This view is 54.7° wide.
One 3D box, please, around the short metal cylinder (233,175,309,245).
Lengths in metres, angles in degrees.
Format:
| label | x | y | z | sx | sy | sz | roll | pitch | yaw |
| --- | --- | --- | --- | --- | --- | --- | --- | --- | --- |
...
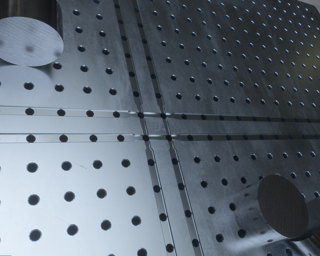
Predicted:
| label | x | y | z | sx | sy | sz | roll | pitch | yaw |
| --- | --- | --- | --- | --- | --- | --- | --- | --- | --- |
| short metal cylinder | 0.144 | 0.108 | 0.406 | 0.081 | 0.050 | 0.080 | 14 | 56 | -21 |

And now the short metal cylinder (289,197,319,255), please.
| label | x | y | z | sx | sy | sz | roll | pitch | yaw |
| --- | --- | --- | --- | --- | --- | --- | --- | --- | --- |
| short metal cylinder | 0.215 | 0.137 | 0.408 | 0.050 | 0.080 | 0.080 | 45 | 51 | 3 |

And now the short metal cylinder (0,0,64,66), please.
| label | x | y | z | sx | sy | sz | roll | pitch | yaw |
| --- | --- | --- | --- | --- | --- | --- | --- | --- | --- |
| short metal cylinder | -0.155 | -0.117 | 0.361 | 0.081 | 0.080 | 0.050 | 4 | 60 | -27 |
